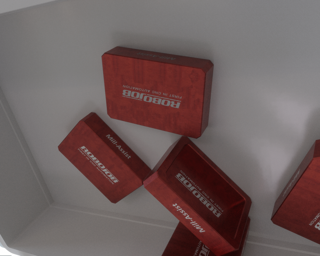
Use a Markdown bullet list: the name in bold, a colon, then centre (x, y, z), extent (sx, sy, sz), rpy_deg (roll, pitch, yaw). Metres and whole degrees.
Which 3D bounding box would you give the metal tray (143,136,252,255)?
- **metal tray**: centre (0.052, 0.082, 0.389), extent (0.130, 0.090, 0.030), rpy_deg (44, 129, -3)

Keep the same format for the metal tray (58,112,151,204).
- **metal tray**: centre (-0.087, 0.049, 0.482), extent (0.130, 0.030, 0.090), rpy_deg (46, 129, -4)

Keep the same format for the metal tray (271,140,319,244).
- **metal tray**: centre (0.190, 0.080, 0.342), extent (0.090, 0.030, 0.129), rpy_deg (22, 136, 14)

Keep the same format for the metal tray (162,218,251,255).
- **metal tray**: centre (0.061, 0.160, 0.408), extent (0.090, 0.131, 0.030), rpy_deg (11, 123, 22)

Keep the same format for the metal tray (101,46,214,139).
- **metal tray**: centre (-0.005, -0.045, 0.380), extent (0.130, 0.030, 0.089), rpy_deg (13, 124, 20)
